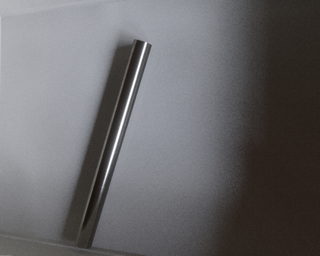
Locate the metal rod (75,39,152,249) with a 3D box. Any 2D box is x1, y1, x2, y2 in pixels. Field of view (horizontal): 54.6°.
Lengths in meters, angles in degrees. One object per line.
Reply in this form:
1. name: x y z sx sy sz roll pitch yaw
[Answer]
1. metal rod: -0.067 0.026 0.434 0.025 0.025 0.298 19 96 19
